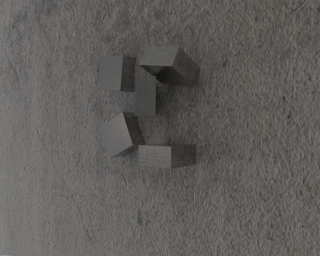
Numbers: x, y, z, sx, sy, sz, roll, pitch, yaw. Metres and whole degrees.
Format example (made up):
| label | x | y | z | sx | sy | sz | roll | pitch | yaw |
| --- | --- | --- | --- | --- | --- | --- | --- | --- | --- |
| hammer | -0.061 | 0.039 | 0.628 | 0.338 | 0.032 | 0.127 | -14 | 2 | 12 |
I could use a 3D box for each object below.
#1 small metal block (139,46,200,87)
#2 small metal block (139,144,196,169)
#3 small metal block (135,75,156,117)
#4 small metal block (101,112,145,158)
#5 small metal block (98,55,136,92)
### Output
| label | x | y | z | sx | sy | sz | roll | pitch | yaw |
| --- | --- | --- | --- | --- | --- | --- | --- | --- | --- |
| small metal block | 0.012 | -0.074 | 0.375 | 0.050 | 0.050 | 0.025 | 12 | 77 | 39 |
| small metal block | 0.009 | 0.033 | 0.381 | 0.050 | 0.050 | 0.025 | 0 | 90 | 40 |
| small metal block | -0.021 | -0.040 | 0.404 | 0.050 | 0.025 | 0.050 | -170 | 81 | -83 |
| small metal block | -0.054 | 0.010 | 0.450 | 0.050 | 0.025 | 0.050 | -30 | 72 | 36 |
| small metal block | -0.065 | -0.080 | 0.458 | 0.050 | 0.025 | 0.050 | 8 | 95 | 39 |
